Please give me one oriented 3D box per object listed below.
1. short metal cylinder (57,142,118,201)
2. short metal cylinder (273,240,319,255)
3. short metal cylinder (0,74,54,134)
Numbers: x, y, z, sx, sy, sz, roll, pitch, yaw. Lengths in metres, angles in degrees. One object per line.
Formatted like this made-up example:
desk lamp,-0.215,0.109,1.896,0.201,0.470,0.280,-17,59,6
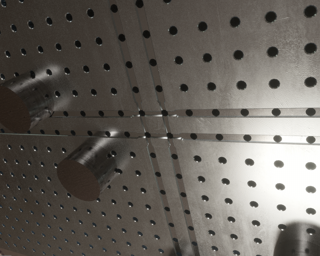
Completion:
short metal cylinder,-0.116,0.070,0.498,0.080,0.050,0.079,13,124,20
short metal cylinder,0.192,0.199,0.417,0.080,0.050,0.079,13,124,20
short metal cylinder,-0.215,-0.038,0.482,0.080,0.050,0.079,13,124,20
